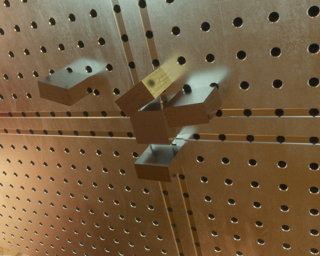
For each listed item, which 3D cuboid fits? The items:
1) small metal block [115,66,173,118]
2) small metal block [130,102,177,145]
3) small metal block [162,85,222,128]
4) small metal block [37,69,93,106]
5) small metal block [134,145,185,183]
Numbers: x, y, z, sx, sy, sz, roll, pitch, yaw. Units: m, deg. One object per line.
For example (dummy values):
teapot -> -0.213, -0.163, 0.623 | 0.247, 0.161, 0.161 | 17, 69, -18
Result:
small metal block -> -0.019, -0.044, 0.379 | 0.050, 0.050, 0.025 | -31, 101, 38
small metal block -> -0.009, -0.006, 0.413 | 0.050, 0.025, 0.050 | 1, 119, 28
small metal block -> 0.038, -0.025, 0.360 | 0.050, 0.050, 0.025 | -7, 115, 31
small metal block -> -0.130, -0.057, 0.429 | 0.050, 0.050, 0.025 | 16, 125, 19
small metal block -> 0.001, 0.047, 0.424 | 0.050, 0.050, 0.025 | 2, 119, 27
